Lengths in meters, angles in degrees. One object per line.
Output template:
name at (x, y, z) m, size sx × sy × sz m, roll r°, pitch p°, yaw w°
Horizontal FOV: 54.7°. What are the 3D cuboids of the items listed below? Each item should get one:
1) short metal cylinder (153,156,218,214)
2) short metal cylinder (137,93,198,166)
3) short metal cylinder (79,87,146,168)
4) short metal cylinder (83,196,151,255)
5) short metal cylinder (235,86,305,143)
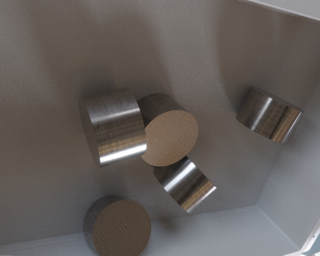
short metal cylinder at (0.036, 0.074, 0.440) m, size 0.050 × 0.080 × 0.080 m, roll -43°, pitch 130°, yaw 1°
short metal cylinder at (0.001, 0.002, 0.396) m, size 0.081 × 0.050 × 0.079 m, roll -14°, pitch 125°, yaw -21°
short metal cylinder at (-0.054, -0.001, 0.344) m, size 0.050 × 0.080 × 0.079 m, roll -16°, pitch 125°, yaw -20°
short metal cylinder at (-0.059, 0.135, 0.423) m, size 0.081 × 0.050 × 0.080 m, roll 2°, pitch 85°, yaw -28°
short metal cylinder at (0.158, -0.020, 0.450) m, size 0.081 × 0.080 × 0.050 m, roll 12°, pitch 112°, yaw -34°
